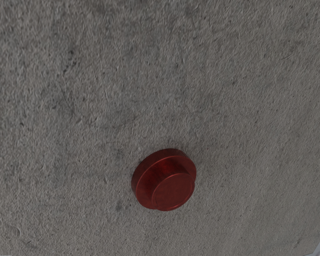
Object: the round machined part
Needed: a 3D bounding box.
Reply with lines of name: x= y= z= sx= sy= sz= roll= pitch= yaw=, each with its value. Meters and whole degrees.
round machined part: x=0.011 y=0.082 z=0.452 sx=0.099 sy=0.042 sz=0.097 roll=-14 pitch=124 yaw=-21
